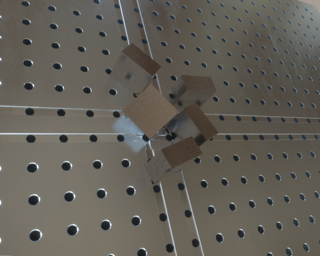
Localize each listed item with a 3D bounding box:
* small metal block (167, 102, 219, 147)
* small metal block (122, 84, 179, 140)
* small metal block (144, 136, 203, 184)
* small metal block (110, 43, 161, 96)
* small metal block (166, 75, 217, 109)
[{"bbox_3d":[0.042,0.002,0.415,0.025,0.050,0.050,-28,78,-38],"label":"small metal block"},{"bbox_3d":[-0.012,-0.019,0.400,0.050,0.025,0.050,-43,85,-7],"label":"small metal block"},{"bbox_3d":[0.016,0.039,0.378,0.050,0.050,0.025,-21,73,-36],"label":"small metal block"},{"bbox_3d":[-0.034,-0.078,0.423,0.050,0.050,0.025,38,51,-3],"label":"small metal block"},{"bbox_3d":[0.044,-0.051,0.449,0.050,0.050,0.025,-1,63,-29],"label":"small metal block"}]
